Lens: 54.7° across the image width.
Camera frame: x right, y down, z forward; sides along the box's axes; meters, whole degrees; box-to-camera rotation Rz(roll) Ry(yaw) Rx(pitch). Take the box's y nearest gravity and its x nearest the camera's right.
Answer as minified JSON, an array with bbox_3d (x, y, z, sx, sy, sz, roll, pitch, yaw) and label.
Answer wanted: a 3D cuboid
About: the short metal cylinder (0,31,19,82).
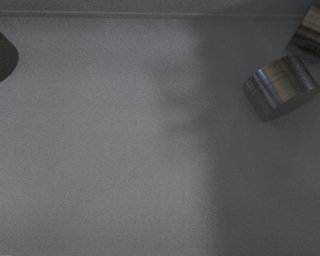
[{"bbox_3d":[-0.241,-0.100,0.414,0.080,0.080,0.050,-43,76,-14],"label":"short metal cylinder"}]

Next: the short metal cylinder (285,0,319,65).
[{"bbox_3d":[0.220,-0.136,0.433,0.050,0.080,0.080,31,73,10],"label":"short metal cylinder"}]

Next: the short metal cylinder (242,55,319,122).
[{"bbox_3d":[0.155,-0.049,0.400,0.080,0.080,0.050,-23,72,-8],"label":"short metal cylinder"}]
